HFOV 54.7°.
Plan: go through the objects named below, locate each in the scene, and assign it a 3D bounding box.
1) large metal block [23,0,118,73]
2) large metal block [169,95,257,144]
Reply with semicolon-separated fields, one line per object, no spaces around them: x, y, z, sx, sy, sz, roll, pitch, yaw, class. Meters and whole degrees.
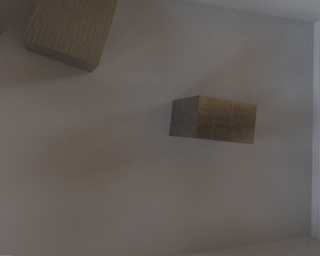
-0.103;-0.119;0.359;0.081;0.050;0.080;17;84;-20;large metal block
0.067;-0.009;0.407;0.081;0.080;0.050;7;88;-20;large metal block
